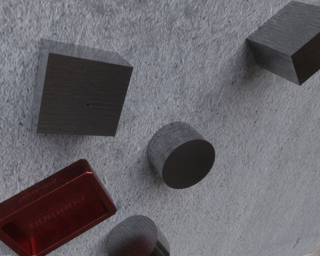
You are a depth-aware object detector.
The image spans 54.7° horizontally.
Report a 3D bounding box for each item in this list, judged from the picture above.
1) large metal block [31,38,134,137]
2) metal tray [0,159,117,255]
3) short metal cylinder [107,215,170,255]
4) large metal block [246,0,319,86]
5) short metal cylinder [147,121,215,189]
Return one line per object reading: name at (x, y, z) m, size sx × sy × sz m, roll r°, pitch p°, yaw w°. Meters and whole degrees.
large metal block at (-0.083, -0.040, 0.321) m, size 0.081 × 0.050 × 0.079 m, roll 4°, pitch 117°, yaw -30°
metal tray at (-0.132, 0.107, 0.397) m, size 0.131 × 0.030 × 0.090 m, roll -29°, pitch 128°, yaw -10°
short metal cylinder at (-0.031, 0.180, 0.466) m, size 0.080 × 0.080 × 0.050 m, roll -33°, pitch 129°, yaw -7°
large metal block at (0.174, -0.111, 0.398) m, size 0.080 × 0.080 × 0.050 m, roll -40°, pitch 130°, yaw -1°
short metal cylinder at (0.029, 0.037, 0.430) m, size 0.081 × 0.050 × 0.079 m, roll -14°, pitch 124°, yaw -21°
